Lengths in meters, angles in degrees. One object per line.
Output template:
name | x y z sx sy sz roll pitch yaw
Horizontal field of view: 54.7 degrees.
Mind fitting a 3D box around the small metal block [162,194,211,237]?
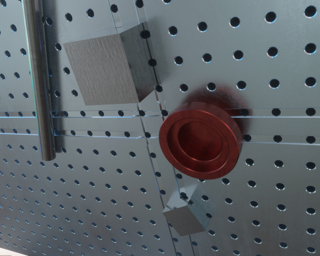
small metal block | 0.040 0.134 0.472 0.050 0.025 0.050 -28 103 37

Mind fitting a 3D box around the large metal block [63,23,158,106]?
large metal block | -0.058 -0.075 0.377 0.080 0.050 0.080 -1 118 28

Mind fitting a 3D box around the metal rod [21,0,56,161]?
metal rod | -0.176 -0.072 0.457 0.025 0.025 0.298 20 126 16

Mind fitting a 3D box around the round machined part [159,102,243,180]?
round machined part | 0.052 0.012 0.379 0.098 0.042 0.097 13 124 20
